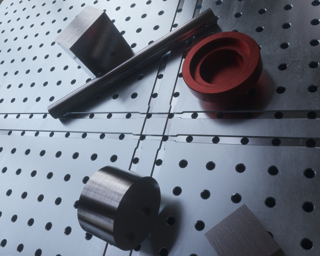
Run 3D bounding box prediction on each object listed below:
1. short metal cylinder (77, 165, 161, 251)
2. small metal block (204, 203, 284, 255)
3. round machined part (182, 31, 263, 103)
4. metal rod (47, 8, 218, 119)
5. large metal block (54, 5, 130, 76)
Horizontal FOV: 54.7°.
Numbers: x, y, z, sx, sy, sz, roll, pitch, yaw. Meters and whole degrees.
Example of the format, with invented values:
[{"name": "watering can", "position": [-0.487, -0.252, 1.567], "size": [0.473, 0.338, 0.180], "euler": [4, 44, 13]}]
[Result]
[{"name": "short metal cylinder", "position": [-0.043, 0.086, 0.341], "size": [0.050, 0.080, 0.080], "euler": [12, 68, 33]}, {"name": "small metal block", "position": [0.080, 0.111, 0.298], "size": [0.050, 0.025, 0.050], "euler": [-38, 51, 2]}, {"name": "round machined part", "position": [0.082, -0.073, 0.399], "size": [0.098, 0.042, 0.098], "euler": [-13, 56, 20]}, {"name": "metal rod", "position": [-0.049, -0.098, 0.492], "size": [0.301, 0.025, 0.025], "euler": [-29, 52, 9]}, {"name": "large metal block", "position": [-0.111, -0.141, 0.515], "size": [0.050, 0.080, 0.080], "euler": [34, 81, 38]}]
